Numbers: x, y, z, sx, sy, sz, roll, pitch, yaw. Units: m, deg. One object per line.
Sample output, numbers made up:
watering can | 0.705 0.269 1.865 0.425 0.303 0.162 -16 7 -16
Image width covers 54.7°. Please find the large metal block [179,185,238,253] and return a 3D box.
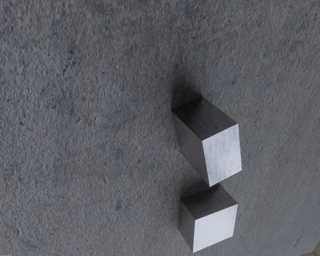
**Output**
large metal block | 0.081 0.154 0.530 0.081 0.050 0.079 -14 124 -21

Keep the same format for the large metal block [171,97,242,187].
large metal block | 0.062 0.017 0.415 0.050 0.080 0.080 -25 128 -13
